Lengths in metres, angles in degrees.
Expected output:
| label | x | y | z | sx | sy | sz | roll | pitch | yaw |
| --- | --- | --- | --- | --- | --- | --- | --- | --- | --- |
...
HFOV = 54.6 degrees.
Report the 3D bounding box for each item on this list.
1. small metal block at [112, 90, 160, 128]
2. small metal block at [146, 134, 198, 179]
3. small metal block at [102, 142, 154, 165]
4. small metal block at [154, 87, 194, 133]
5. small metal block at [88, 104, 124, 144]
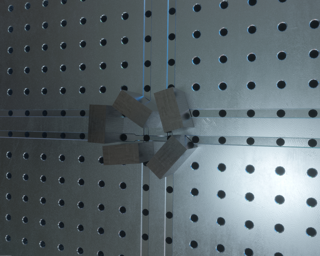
| label | x | y | z | sx | sy | sz | roll | pitch | yaw |
| --- | --- | --- | --- | --- | --- | --- | --- | --- | --- |
| small metal block | -0.026 | -0.025 | 0.409 | 0.050 | 0.050 | 0.025 | 35 | 102 | 16 |
| small metal block | 0.016 | 0.035 | 0.393 | 0.025 | 0.050 | 0.050 | 44 | 104 | 15 |
| small metal block | -0.041 | 0.033 | 0.414 | 0.050 | 0.050 | 0.025 | -5 | 88 | 20 |
| small metal block | 0.019 | -0.021 | 0.392 | 0.025 | 0.050 | 0.050 | -17 | 84 | 19 |
| small metal block | -0.073 | -0.006 | 0.426 | 0.025 | 0.050 | 0.050 | 4 | 92 | 20 |
